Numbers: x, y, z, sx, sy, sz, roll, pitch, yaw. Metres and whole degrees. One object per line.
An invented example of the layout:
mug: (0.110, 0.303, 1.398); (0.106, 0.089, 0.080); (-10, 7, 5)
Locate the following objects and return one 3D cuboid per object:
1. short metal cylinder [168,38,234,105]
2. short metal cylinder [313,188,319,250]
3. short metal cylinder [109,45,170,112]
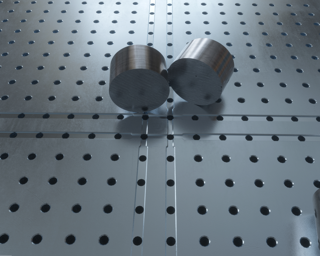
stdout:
short metal cylinder: (0.058, -0.079, 0.438); (0.080, 0.080, 0.050); (21, 53, 17)
short metal cylinder: (0.193, 0.091, 0.297); (0.080, 0.080, 0.050); (8, 51, 7)
short metal cylinder: (-0.029, -0.067, 0.428); (0.081, 0.080, 0.050); (-3, 50, -3)
